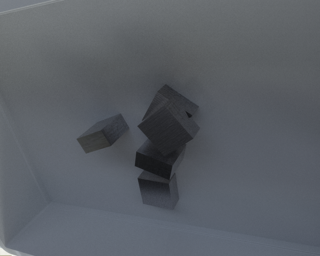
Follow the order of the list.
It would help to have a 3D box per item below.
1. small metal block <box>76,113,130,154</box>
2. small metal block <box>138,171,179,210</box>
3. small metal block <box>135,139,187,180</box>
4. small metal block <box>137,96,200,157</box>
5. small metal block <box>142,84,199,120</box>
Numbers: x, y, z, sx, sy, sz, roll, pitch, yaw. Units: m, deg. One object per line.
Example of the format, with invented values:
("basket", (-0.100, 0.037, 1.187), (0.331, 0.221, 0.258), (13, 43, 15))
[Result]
("small metal block", (-0.080, 0.008, 0.437), (0.050, 0.050, 0.025), (-17, 109, 34))
("small metal block", (-0.002, 0.091, 0.465), (0.050, 0.025, 0.050), (5, 121, 25))
("small metal block", (0.001, 0.036, 0.413), (0.050, 0.050, 0.025), (20, 126, 16))
("small metal block", (0.010, -0.001, 0.369), (0.050, 0.025, 0.050), (49, 128, -7))
("small metal block", (0.012, -0.018, 0.390), (0.050, 0.025, 0.050), (35, 129, 5))
